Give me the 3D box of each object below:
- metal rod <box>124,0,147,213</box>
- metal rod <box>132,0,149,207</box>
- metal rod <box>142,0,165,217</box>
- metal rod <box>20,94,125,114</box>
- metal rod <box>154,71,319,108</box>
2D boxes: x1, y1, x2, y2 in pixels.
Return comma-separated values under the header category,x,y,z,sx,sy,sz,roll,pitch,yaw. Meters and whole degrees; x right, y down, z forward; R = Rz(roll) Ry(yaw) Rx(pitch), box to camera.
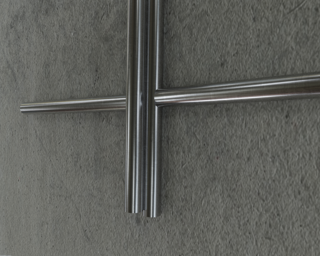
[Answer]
category,x,y,z,sx,sy,sz,roll,pitch,yaw
metal rod,-0.032,-0.041,0.405,0.025,0.025,0.298,2,91,39
metal rod,-0.028,-0.039,0.428,0.025,0.025,0.298,2,91,39
metal rod,-0.009,-0.033,0.413,0.025,0.025,0.298,2,91,39
metal rod,-0.154,-0.038,0.530,0.300,0.025,0.025,1,91,39
metal rod,0.117,-0.040,0.309,0.300,0.025,0.025,0,90,39
